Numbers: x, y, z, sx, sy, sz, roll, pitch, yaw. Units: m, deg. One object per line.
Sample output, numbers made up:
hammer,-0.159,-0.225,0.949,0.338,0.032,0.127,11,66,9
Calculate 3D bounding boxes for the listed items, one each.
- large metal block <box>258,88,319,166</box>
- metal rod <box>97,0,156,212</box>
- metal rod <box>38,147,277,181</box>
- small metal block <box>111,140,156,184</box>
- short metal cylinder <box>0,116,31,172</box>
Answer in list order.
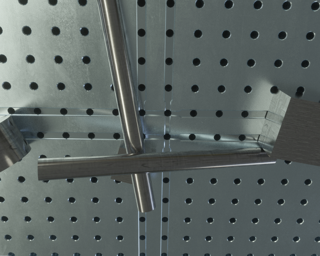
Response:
large metal block,0.185,-0.001,0.402,0.081,0.050,0.079,10,110,-4
metal rod,-0.041,-0.036,0.382,0.025,0.025,0.298,-9,104,3
metal rod,0.011,0.042,0.386,0.303,0.025,0.025,-1,111,-18
small metal block,-0.037,0.050,0.431,0.050,0.025,0.050,16,109,-6
short metal cylinder,-0.214,0.025,0.390,0.080,0.080,0.050,-22,109,7
